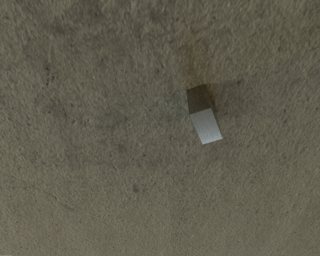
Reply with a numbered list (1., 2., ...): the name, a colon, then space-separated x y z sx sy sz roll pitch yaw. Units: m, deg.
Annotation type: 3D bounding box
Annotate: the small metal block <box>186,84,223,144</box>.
1. small metal block: 0.054 -0.017 0.377 0.025 0.050 0.050 -18 128 14
